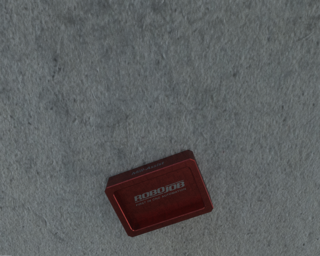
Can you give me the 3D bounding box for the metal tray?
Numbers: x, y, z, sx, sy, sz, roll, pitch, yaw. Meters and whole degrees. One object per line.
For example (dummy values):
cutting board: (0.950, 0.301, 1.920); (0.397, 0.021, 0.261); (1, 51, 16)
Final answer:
metal tray: (0.000, 0.095, 0.441); (0.130, 0.030, 0.090); (-20, 109, 7)
